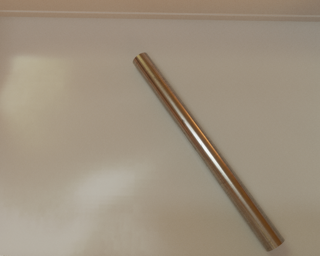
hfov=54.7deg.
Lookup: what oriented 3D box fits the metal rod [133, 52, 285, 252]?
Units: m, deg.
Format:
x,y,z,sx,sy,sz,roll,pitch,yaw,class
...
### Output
x,y,z,sx,sy,sz,roll,pitch,yaw,class
0.053,0.019,0.403,0.025,0.025,0.299,-31,73,-11,metal rod
